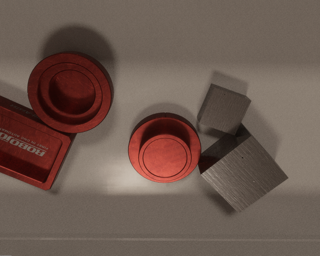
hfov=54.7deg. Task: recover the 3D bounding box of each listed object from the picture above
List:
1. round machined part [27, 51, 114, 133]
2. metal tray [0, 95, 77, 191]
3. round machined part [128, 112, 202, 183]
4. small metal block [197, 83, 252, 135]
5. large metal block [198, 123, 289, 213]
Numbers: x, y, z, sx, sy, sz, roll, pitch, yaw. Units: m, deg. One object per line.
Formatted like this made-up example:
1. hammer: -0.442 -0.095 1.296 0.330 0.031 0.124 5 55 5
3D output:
1. round machined part: -0.107 -0.046 0.384 0.099 0.042 0.097 0 110 -1
2. metal tray: -0.190 0.018 0.412 0.131 0.030 0.089 25 108 -10
3. round machined part: 0.006 0.031 0.414 0.099 0.042 0.097 0 110 0
4. small metal block: 0.082 -0.024 0.404 0.050 0.025 0.050 19 109 -7
5. large metal block: 0.108 0.053 0.419 0.080 0.050 0.080 -41 106 13
